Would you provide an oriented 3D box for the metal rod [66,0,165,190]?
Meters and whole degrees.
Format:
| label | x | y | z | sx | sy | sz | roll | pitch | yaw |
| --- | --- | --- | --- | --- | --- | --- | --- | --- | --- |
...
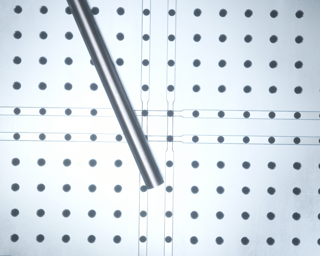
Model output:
| label | x | y | z | sx | sy | sz | roll | pitch | yaw |
| --- | --- | --- | --- | --- | --- | --- | --- | --- | --- |
| metal rod | -0.064 | -0.061 | 0.412 | 0.025 | 0.025 | 0.299 | -23 | 90 | 0 |
